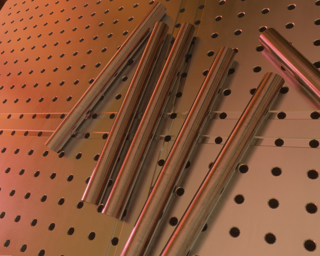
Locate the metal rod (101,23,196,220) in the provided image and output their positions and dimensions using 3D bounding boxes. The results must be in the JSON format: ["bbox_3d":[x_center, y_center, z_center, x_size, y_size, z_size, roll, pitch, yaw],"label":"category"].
[{"bbox_3d":[-0.008,-0.024,0.427,0.025,0.025,0.300,8,66,32],"label":"metal rod"}]

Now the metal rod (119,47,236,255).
[{"bbox_3d":[0.028,0.025,0.379,0.025,0.025,0.300,15,69,34],"label":"metal rod"}]

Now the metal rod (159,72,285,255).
[{"bbox_3d":[0.058,0.064,0.339,0.025,0.025,0.300,23,74,36],"label":"metal rod"}]

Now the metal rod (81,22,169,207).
[{"bbox_3d":[-0.043,-0.034,0.452,0.025,0.025,0.300,6,64,31],"label":"metal rod"}]

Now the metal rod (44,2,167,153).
[{"bbox_3d":[-0.083,-0.088,0.507,0.025,0.025,0.300,26,76,37],"label":"metal rod"}]

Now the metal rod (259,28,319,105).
[{"bbox_3d":[0.191,-0.013,0.316,0.025,0.025,0.300,-31,52,8],"label":"metal rod"}]
